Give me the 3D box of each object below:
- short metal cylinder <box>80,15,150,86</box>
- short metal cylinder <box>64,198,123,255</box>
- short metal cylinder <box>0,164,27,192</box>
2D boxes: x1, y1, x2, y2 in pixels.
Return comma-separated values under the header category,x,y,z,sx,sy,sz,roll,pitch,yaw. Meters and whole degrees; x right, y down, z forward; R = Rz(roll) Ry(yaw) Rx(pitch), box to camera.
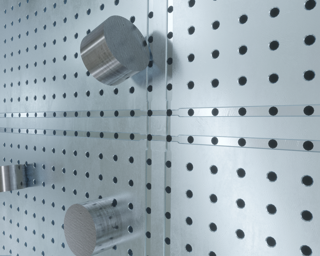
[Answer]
category,x,y,z,sx,sy,sz,roll,pitch,yaw
short metal cylinder,-0.060,-0.104,0.423,0.050,0.081,0.080,-22,76,38
short metal cylinder,-0.104,0.153,0.479,0.080,0.050,0.079,0,90,40
short metal cylinder,-0.321,0.105,0.639,0.080,0.081,0.050,-12,82,39
